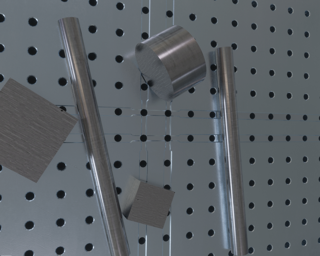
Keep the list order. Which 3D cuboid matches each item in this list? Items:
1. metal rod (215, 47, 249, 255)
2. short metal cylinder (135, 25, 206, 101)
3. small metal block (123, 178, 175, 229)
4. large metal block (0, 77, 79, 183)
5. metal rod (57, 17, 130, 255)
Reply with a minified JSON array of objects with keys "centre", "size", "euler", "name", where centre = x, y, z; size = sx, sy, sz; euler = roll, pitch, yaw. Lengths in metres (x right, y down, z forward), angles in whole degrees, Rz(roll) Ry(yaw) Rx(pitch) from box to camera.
[{"centre":[0.105,0.034,0.451],"size":[0.025,0.025,0.298],"euler":[-6,92,-20],"name":"metal rod"},{"centre":[0.012,-0.080,0.388],"size":[0.050,0.080,0.080],"euler":[-33,101,-17],"name":"short metal cylinder"},{"centre":[-0.015,0.099,0.408],"size":[0.050,0.025,0.050],"euler":[21,83,-19],"name":"small metal block"},{"centre":[-0.150,0.003,0.344],"size":[0.080,0.050,0.080],"euler":[34,79,-17],"name":"large metal block"},{"centre":[-0.080,0.017,0.383],"size":[0.025,0.025,0.298],"euler":[-13,95,-20],"name":"metal rod"}]
